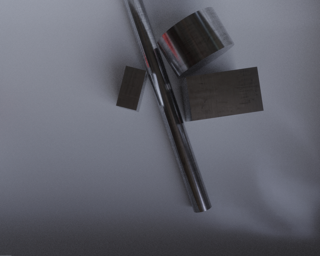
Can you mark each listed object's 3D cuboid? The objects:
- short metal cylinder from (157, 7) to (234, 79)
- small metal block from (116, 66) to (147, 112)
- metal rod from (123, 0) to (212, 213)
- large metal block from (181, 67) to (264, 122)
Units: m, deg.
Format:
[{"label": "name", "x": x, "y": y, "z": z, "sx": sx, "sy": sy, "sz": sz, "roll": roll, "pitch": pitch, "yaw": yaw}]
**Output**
[{"label": "short metal cylinder", "x": 0.044, "y": -0.104, "z": 0.384, "sx": 0.080, "sy": 0.080, "sz": 0.050, "roll": -30, "pitch": 90, "yaw": 0}, {"label": "small metal block", "x": -0.035, "y": -0.048, "z": 0.398, "sx": 0.025, "sy": 0.050, "sz": 0.050, "roll": 14, "pitch": 90, "yaw": 0}, {"label": "metal rod", "x": 0.009, "y": -0.034, "z": 0.411, "sx": 0.025, "sy": 0.025, "sz": 0.298, "roll": -19, "pitch": 90, "yaw": 0}, {"label": "large metal block", "x": 0.072, "y": -0.038, "z": 0.385, "sx": 0.081, "sy": 0.080, "sz": 0.050, "roll": -8, "pitch": 90, "yaw": 0}]
